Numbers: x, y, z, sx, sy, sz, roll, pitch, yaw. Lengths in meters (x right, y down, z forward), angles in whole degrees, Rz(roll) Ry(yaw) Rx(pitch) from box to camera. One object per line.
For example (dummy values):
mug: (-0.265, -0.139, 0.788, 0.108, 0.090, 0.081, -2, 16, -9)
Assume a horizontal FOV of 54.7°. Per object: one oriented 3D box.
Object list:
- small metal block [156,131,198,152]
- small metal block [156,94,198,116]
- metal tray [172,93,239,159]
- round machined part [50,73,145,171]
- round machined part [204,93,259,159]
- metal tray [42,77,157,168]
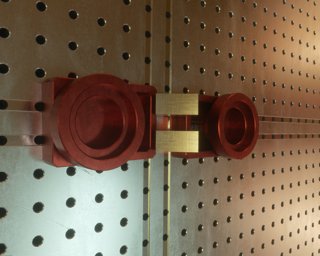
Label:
small metal block: (0.022, 0.016, 0.392, 0.050, 0.050, 0.025, 1, 90, 4)
small metal block: (0.022, -0.028, 0.393, 0.050, 0.050, 0.025, 1, 90, 4)
metal tray: (0.076, -0.002, 0.470, 0.131, 0.030, 0.089, 1, 90, -40)
round machined part: (-0.067, -0.006, 0.325, 0.099, 0.042, 0.097, 0, 90, -40)
round machined part: (0.104, -0.003, 0.469, 0.099, 0.042, 0.097, 0, 90, -40)
metal tray: (-0.064, -0.007, 0.354, 0.131, 0.030, 0.089, -1, 93, -40)
